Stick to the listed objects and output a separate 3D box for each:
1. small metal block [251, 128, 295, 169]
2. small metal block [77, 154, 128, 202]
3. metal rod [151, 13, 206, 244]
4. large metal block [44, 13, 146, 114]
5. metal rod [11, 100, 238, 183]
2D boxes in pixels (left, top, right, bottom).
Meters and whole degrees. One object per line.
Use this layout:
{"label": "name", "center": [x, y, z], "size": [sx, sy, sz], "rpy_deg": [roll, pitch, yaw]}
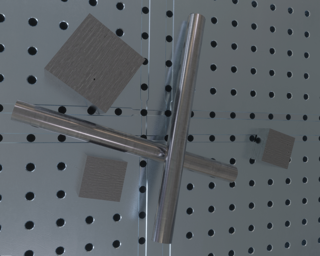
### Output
{"label": "small metal block", "center": [0.174, 0.032, 0.477], "size": [0.050, 0.025, 0.050], "rpy_deg": [19, 84, -19]}
{"label": "small metal block", "center": [-0.072, 0.062, 0.386], "size": [0.050, 0.025, 0.050], "rpy_deg": [12, 86, -20]}
{"label": "metal rod", "center": [0.026, -0.008, 0.401], "size": [0.025, 0.025, 0.299], "rpy_deg": [14, 77, -20]}
{"label": "large metal block", "center": [-0.078, -0.072, 0.370], "size": [0.080, 0.050, 0.080], "rpy_deg": [38, 78, -16]}
{"label": "metal rod", "center": [-0.030, 0.024, 0.401], "size": [0.302, 0.025, 0.025], "rpy_deg": [18, 84, -19]}
